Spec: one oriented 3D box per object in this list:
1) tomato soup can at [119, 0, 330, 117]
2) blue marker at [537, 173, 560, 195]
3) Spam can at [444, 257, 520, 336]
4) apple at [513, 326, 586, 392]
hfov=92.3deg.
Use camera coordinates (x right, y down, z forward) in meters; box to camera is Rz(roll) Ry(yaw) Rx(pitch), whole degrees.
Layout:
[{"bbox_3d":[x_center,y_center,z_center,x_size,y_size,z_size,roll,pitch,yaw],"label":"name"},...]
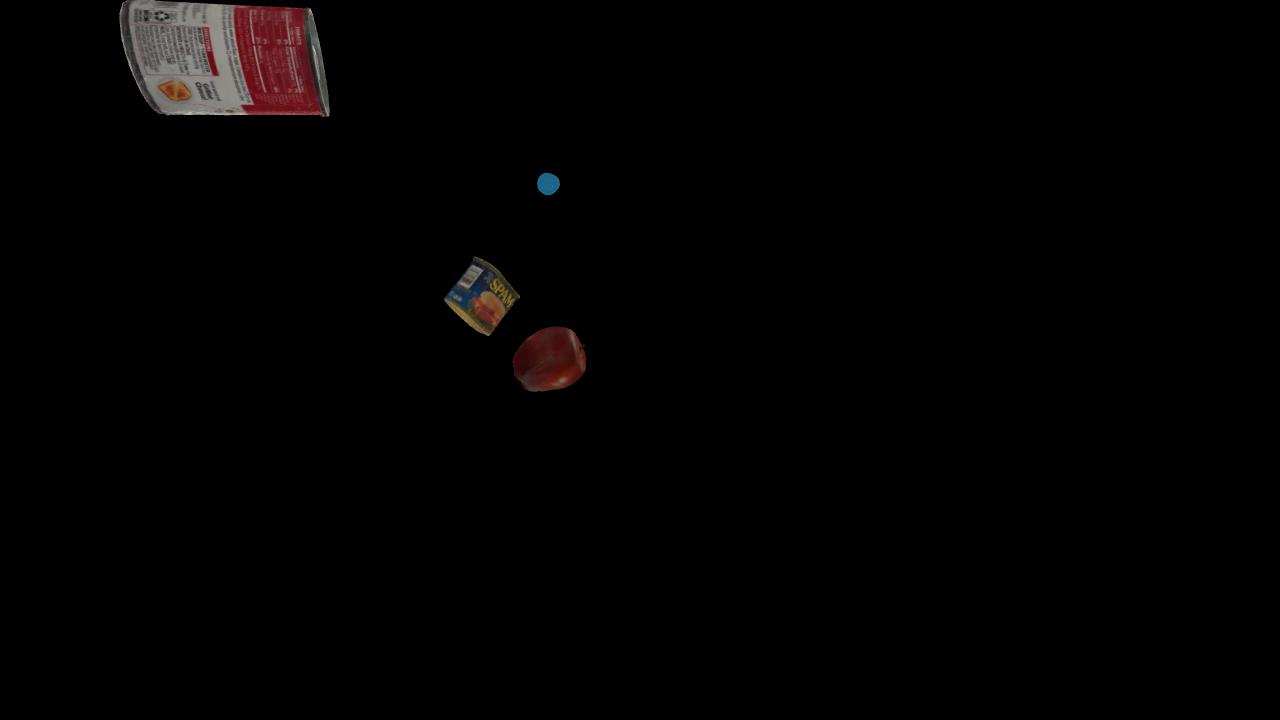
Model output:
[{"bbox_3d":[-0.266,-0.196,0.404,0.101,0.068,0.068,-8,3,-20],"label":"tomato soup can"},{"bbox_3d":[-0.086,-0.168,0.586,0.020,0.020,0.121,0,16,-7],"label":"blue marker"},{"bbox_3d":[-0.252,-0.099,0.982,0.058,0.085,0.101,27,-16,28],"label":"Spam can"},{"bbox_3d":[-0.110,-0.001,0.763,0.093,0.079,0.079,-22,-2,4],"label":"apple"}]
